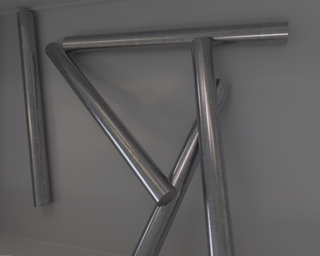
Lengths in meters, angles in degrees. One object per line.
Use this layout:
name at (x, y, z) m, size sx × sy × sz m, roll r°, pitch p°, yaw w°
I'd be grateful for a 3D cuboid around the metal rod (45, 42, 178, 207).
metal rod at (-0.077, -0.024, 0.389) m, size 0.025 × 0.025 × 0.300 m, roll -50°, pitch 57°, yaw 13°

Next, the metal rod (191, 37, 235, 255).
metal rod at (0.055, 0.037, 0.320) m, size 0.025 × 0.025 × 0.299 m, roll -10°, pitch 67°, yaw 20°

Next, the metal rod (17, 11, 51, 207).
metal rod at (-0.195, -0.030, 0.479) m, size 0.025 × 0.025 × 0.298 m, roll -7°, pitch 88°, yaw 20°

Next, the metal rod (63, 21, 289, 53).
metal rod at (0.006, -0.117, 0.408) m, size 0.301 × 0.025 × 0.025 m, roll 2°, pitch 91°, yaw 19°

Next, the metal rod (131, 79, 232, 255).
metal rod at (0.013, 0.073, 0.337) m, size 0.025 × 0.025 × 0.300 m, roll 20°, pitch 70°, yaw 19°
